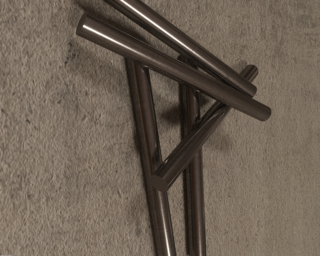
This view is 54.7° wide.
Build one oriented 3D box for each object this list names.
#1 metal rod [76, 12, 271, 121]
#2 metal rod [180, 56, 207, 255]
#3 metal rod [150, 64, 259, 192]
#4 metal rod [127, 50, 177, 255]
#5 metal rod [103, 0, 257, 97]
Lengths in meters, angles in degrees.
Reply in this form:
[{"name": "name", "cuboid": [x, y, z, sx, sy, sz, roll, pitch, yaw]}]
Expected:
[{"name": "metal rod", "cuboid": [0.040, -0.064, 0.396, 0.302, 0.025, 0.025, 19, 78, -32]}, {"name": "metal rod", "cuboid": [0.049, 0.041, 0.447, 0.025, 0.025, 0.298, -5, 93, -40]}, {"name": "metal rod", "cuboid": [0.080, -0.019, 0.445, 0.302, 0.025, 0.025, -45, 118, -41]}, {"name": "metal rod", "cuboid": [-0.008, 0.050, 0.399, 0.025, 0.025, 0.298, -14, 99, -39]}, {"name": "metal rod", "cuboid": [0.020, -0.114, 0.397, 0.301, 0.025, 0.025, 27, 73, -29]}]
